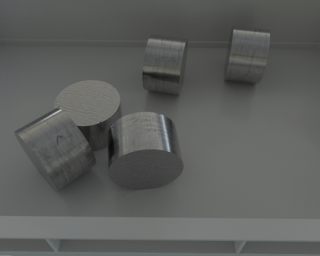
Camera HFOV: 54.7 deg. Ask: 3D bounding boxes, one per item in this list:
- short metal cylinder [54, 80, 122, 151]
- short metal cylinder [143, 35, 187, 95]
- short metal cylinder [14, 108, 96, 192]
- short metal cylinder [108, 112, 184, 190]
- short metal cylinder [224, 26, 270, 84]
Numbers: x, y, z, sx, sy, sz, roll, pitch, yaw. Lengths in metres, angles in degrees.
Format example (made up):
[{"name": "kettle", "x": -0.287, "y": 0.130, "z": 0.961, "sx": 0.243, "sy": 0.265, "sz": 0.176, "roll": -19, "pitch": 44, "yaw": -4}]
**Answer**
[{"name": "short metal cylinder", "x": -0.090, "y": -0.017, "z": 0.402, "sx": 0.081, "sy": 0.050, "sz": 0.080, "roll": 0, "pitch": 50, "yaw": 0}, {"name": "short metal cylinder", "x": 0.009, "y": -0.090, "z": 0.445, "sx": 0.050, "sy": 0.080, "sz": 0.080, "roll": 9, "pitch": 51, "yaw": 7}, {"name": "short metal cylinder", "x": -0.117, "y": 0.024, "z": 0.347, "sx": 0.050, "sy": 0.080, "sz": 0.080, "roll": -36, "pitch": 59, "yaw": -26}, {"name": "short metal cylinder", "x": -0.018, "y": 0.027, "z": 0.346, "sx": 0.081, "sy": 0.080, "sz": 0.050, "roll": -5, "pitch": 51, "yaw": -5}, {"name": "short metal cylinder", "x": 0.128, "y": -0.108, "z": 0.462, "sx": 0.050, "sy": 0.080, "sz": 0.080, "roll": 8, "pitch": 51, "yaw": 6}]
